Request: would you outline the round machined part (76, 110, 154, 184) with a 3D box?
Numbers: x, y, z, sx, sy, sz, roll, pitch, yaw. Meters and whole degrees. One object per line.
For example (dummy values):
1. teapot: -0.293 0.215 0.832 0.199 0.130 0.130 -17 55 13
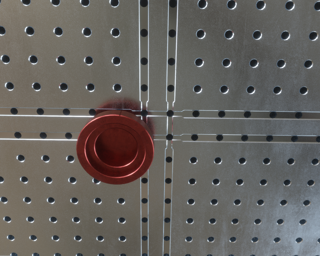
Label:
1. round machined part: -0.057 0.022 0.412 0.099 0.042 0.097 0 110 0
